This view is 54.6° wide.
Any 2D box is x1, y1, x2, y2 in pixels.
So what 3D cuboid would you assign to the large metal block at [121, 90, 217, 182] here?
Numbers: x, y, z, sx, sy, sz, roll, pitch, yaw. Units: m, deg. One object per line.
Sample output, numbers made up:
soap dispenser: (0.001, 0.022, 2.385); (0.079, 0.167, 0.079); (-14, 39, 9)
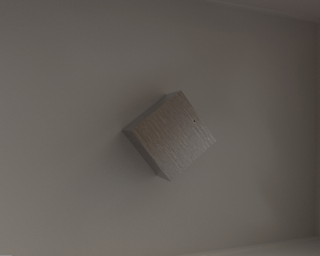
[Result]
large metal block: (0.011, 0.009, 0.401); (0.080, 0.050, 0.080); (-40, 103, -16)
